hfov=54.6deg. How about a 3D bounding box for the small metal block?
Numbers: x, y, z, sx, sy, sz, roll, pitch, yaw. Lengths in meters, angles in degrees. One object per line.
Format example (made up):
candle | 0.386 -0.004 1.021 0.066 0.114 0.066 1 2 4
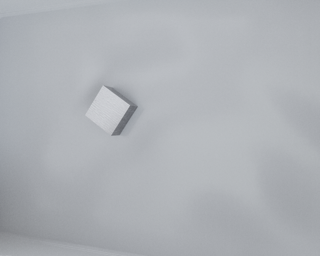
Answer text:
small metal block | -0.068 -0.024 0.435 0.050 0.025 0.050 37 102 16
